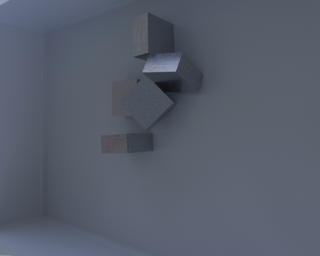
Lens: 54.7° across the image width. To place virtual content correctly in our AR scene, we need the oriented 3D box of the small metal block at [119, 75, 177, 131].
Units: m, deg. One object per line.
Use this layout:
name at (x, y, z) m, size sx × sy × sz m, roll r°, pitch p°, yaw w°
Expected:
small metal block at (-0.015, -0.032, 0.400) m, size 0.050 × 0.025 × 0.050 m, roll -45°, pitch 82°, yaw 10°

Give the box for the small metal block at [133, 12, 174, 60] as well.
small metal block at (-0.008, -0.112, 0.396) m, size 0.025 × 0.050 × 0.050 m, roll -4°, pitch 85°, yaw 40°

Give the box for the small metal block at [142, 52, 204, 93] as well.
small metal block at (0.016, -0.066, 0.374) m, size 0.050 × 0.050 × 0.025 m, roll 7°, pitch 72°, yaw 40°

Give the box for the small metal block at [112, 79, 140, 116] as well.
small metal block at (-0.042, -0.042, 0.442) m, size 0.050 × 0.025 × 0.050 m, roll 1°, pitch 91°, yaw 40°

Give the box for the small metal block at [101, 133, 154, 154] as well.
small metal block at (-0.045, 0.021, 0.428) m, size 0.050 × 0.050 × 0.025 m, roll -5°, pitch 87°, yaw 40°
